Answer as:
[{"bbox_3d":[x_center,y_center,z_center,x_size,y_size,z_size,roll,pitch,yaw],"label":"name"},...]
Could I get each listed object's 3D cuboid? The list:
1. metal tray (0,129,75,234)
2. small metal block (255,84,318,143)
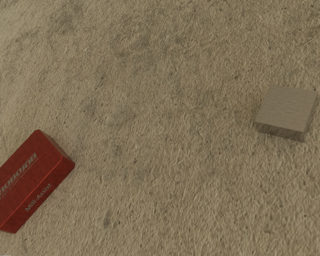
[{"bbox_3d":[-0.197,0.075,0.456,0.130,0.030,0.090,-49,52,-7],"label":"metal tray"},{"bbox_3d":[0.140,-0.017,0.341,0.050,0.025,0.050,16,70,34],"label":"small metal block"}]
